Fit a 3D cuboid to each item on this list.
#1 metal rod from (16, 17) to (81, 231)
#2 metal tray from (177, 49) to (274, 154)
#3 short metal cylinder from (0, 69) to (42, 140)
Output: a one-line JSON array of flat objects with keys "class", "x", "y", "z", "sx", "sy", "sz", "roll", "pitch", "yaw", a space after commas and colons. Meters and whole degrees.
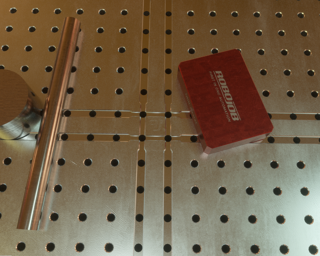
[{"class": "metal rod", "x": -0.144, "y": -0.020, "z": 0.417, "sx": 0.025, "sy": 0.025, "sz": 0.299, "roll": 4, "pitch": 70, "yaw": 1}, {"class": "metal tray", "x": 0.085, "y": -0.038, "z": 0.424, "sx": 0.091, "sy": 0.030, "sz": 0.130, "roll": -15, "pitch": 71, "yaw": -6}, {"class": "short metal cylinder", "x": -0.204, "y": -0.030, "z": 0.407, "sx": 0.081, "sy": 0.050, "sz": 0.080, "roll": 0, "pitch": 70, "yaw": 0}]
